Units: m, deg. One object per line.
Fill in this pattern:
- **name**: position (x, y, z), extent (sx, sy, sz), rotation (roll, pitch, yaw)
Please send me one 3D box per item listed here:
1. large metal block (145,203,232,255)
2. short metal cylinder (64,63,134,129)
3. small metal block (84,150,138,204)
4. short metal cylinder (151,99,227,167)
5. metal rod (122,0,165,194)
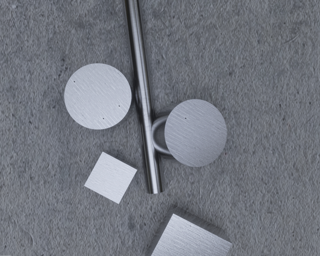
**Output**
- **large metal block**: position (0.033, 0.156, 0.398), extent (0.080, 0.050, 0.080), rotation (27, 90, -1)
- **short metal cylinder**: position (-0.075, -0.038, 0.397), extent (0.081, 0.050, 0.079), rotation (0, 90, -1)
- **small metal block**: position (-0.063, 0.064, 0.409), extent (0.050, 0.025, 0.050), rotation (28, 90, -1)
- **short metal cylinder**: position (0.035, 0.006, 0.387), extent (0.081, 0.050, 0.080), rotation (1, 88, -19)
- **metal rod**: position (-0.024, -0.064, 0.409), extent (0.025, 0.025, 0.298), rotation (-7, 90, 0)
